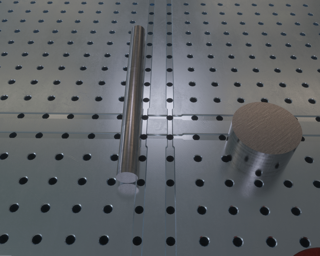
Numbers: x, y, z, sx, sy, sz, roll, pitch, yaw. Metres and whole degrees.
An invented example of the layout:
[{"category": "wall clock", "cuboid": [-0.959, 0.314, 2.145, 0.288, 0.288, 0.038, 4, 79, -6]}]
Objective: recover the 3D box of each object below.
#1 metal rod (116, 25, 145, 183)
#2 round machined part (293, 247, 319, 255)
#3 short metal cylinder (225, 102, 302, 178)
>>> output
[{"category": "metal rod", "cuboid": [-0.039, -0.057, 0.455, 0.025, 0.025, 0.300, 0, 50, 0]}, {"category": "round machined part", "cuboid": [0.144, 0.158, 0.265, 0.099, 0.042, 0.098, 0, 50, 0]}, {"category": "short metal cylinder", "cuboid": [0.125, 0.014, 0.381, 0.081, 0.050, 0.080, 0, 50, 0]}]
